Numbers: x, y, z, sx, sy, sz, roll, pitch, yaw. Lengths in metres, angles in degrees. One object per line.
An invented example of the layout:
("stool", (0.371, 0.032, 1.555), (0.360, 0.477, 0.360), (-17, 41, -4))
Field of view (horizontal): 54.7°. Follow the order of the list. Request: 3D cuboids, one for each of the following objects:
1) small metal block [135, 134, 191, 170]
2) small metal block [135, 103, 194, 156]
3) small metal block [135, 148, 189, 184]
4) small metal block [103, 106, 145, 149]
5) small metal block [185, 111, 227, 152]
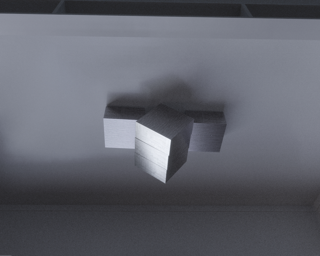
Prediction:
("small metal block", (0.004, 0.019, 0.394), (0.050, 0.050, 0.025), (27, 135, 25))
("small metal block", (0.006, 0.000, 0.377), (0.050, 0.050, 0.025), (27, 134, 25))
("small metal block", (0.002, 0.038, 0.410), (0.050, 0.050, 0.025), (27, 135, 25))
("small metal block", (-0.046, 0.000, 0.407), (0.050, 0.025, 0.050), (3, 130, -3))
("small metal block", (0.057, 0.005, 0.413), (0.050, 0.025, 0.050), (2, 130, -3))
